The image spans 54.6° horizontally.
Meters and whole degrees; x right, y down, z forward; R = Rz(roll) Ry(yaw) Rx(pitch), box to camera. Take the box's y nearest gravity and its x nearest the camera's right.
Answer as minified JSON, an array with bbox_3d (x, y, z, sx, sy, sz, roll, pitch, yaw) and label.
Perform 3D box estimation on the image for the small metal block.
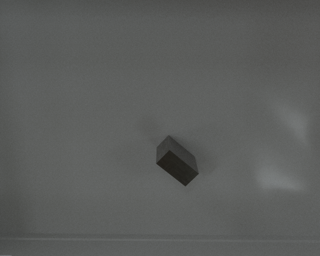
[{"bbox_3d":[0.022,0.043,0.414,0.050,0.050,0.025,40,105,-13],"label":"small metal block"}]
